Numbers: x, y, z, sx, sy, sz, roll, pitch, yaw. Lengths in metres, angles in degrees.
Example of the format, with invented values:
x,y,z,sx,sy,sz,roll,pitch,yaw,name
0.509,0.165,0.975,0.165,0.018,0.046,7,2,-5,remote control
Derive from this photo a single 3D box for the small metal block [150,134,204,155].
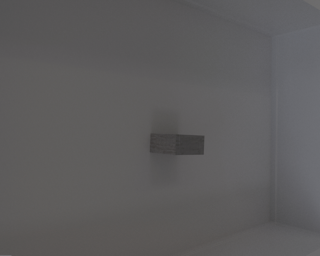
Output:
x,y,z,sx,sy,sz,roll,pitch,yaw,name
0.022,0.021,0.408,0.050,0.050,0.025,4,88,-40,small metal block
